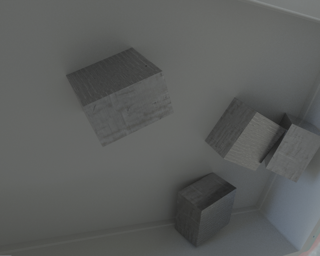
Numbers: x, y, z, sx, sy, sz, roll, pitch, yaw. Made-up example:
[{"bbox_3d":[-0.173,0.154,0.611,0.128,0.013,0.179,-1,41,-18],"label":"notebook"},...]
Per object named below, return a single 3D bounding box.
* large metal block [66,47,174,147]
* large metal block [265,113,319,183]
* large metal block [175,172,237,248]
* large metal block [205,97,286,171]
[{"bbox_3d":[-0.044,-0.036,0.328,0.080,0.080,0.050,-26,128,-12],"label":"large metal block"},{"bbox_3d":[0.212,0.029,0.501,0.050,0.080,0.079,26,110,7],"label":"large metal block"},{"bbox_3d":[0.073,0.131,0.504,0.081,0.050,0.079,-21,128,-35],"label":"large metal block"},{"bbox_3d":[0.130,0.011,0.473,0.080,0.050,0.080,23,106,-37],"label":"large metal block"}]
